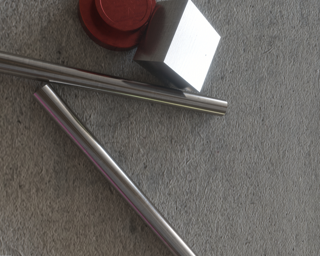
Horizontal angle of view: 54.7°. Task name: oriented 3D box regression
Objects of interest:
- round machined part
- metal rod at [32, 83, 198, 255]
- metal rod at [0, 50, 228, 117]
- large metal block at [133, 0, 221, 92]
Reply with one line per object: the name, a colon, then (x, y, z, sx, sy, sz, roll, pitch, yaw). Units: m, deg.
round machined part: (-0.049, -0.148, 0.382, 0.099, 0.042, 0.097, 0, 90, -21)
metal rod: (-0.047, 0.070, 0.392, 0.025, 0.025, 0.300, -42, 104, -15)
metal rod: (-0.050, -0.052, 0.391, 0.302, 0.025, 0.025, 9, 87, -20)
large metal block: (0.024, -0.100, 0.388, 0.080, 0.050, 0.080, 29, 79, -48)
